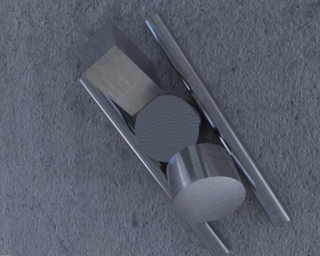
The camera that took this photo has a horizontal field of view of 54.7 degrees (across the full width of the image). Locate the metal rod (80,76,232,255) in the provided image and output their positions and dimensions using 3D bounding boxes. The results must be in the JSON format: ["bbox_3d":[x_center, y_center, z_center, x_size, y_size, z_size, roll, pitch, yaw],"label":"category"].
[{"bbox_3d":[-0.013,0.041,0.414,0.025,0.025,0.300,-42,77,15],"label":"metal rod"}]

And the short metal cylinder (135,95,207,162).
[{"bbox_3d":[0.016,0.001,0.391,0.080,0.050,0.080,0,90,20],"label":"short metal cylinder"}]

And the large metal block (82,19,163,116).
[{"bbox_3d":[-0.048,-0.075,0.381,0.050,0.080,0.080,-38,36,16],"label":"large metal block"}]

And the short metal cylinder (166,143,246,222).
[{"bbox_3d":[0.051,0.064,0.356,0.080,0.080,0.050,-33,37,17],"label":"short metal cylinder"}]

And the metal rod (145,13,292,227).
[{"bbox_3d":[0.066,-0.018,0.386,0.025,0.025,0.299,-34,79,17],"label":"metal rod"}]
